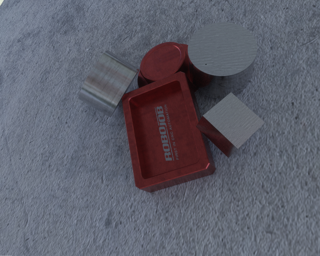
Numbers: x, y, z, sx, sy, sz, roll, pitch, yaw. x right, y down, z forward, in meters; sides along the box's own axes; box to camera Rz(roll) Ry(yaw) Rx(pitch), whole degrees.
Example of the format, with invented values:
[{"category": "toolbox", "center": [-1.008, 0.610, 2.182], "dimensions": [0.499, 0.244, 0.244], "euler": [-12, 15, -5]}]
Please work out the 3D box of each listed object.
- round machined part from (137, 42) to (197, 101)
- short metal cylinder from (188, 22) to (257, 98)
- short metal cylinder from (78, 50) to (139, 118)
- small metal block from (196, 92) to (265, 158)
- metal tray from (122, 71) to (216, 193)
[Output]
[{"category": "round machined part", "center": [0.011, -0.083, 0.440], "dimensions": [0.098, 0.042, 0.098], "euler": [-13, 56, 21]}, {"category": "short metal cylinder", "center": [0.076, -0.084, 0.387], "dimensions": [0.080, 0.050, 0.080], "euler": [-3, 64, 7]}, {"category": "short metal cylinder", "center": [-0.071, -0.062, 0.437], "dimensions": [0.050, 0.080, 0.080], "euler": [31, 74, -7]}, {"category": "small metal block", "center": [0.078, -0.004, 0.344], "dimensions": [0.050, 0.025, 0.050], "euler": [-38, 76, -27]}, {"category": "metal tray", "center": [0.007, 0.004, 0.381], "dimensions": [0.090, 0.030, 0.130], "euler": [-20, 64, 16]}]
